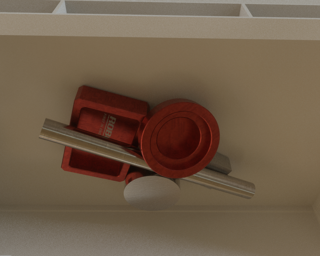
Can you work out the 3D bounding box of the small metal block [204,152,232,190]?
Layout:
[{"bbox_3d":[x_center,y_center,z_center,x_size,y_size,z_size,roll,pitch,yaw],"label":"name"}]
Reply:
[{"bbox_3d":[0.069,0.060,0.459,0.050,0.025,0.050,25,126,-20],"label":"small metal block"}]

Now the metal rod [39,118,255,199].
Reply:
[{"bbox_3d":[-0.002,0.046,0.409,0.302,0.025,0.025,19,128,-19],"label":"metal rod"}]

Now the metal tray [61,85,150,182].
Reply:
[{"bbox_3d":[-0.075,0.013,0.413,0.091,0.030,0.129,14,129,-13],"label":"metal tray"}]

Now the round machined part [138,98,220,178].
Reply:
[{"bbox_3d":[0.021,0.010,0.389,0.099,0.042,0.097,-4,109,-13],"label":"round machined part"}]

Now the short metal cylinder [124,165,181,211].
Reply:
[{"bbox_3d":[-0.011,0.078,0.456,0.081,0.050,0.079,0,130,0],"label":"short metal cylinder"}]
